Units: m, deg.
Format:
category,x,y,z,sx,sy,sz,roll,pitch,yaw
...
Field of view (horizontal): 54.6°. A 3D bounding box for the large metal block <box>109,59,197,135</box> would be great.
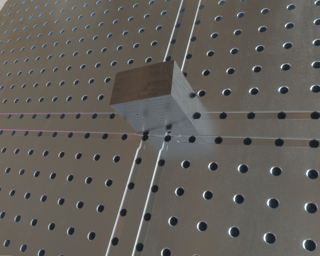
category,x,y,z,sx,sy,sz,roll,pitch,yaw
large metal block,-0.005,-0.035,0.398,0.080,0.080,0.050,-8,58,24
